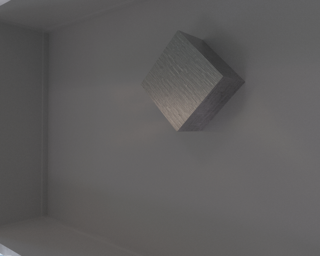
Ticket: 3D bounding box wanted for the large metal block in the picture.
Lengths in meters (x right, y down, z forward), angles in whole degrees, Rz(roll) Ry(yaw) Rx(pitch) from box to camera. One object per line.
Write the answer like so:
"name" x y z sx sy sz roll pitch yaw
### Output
"large metal block" 0.035 -0.052 0.362 0.080 0.050 0.080 -52 60 27
